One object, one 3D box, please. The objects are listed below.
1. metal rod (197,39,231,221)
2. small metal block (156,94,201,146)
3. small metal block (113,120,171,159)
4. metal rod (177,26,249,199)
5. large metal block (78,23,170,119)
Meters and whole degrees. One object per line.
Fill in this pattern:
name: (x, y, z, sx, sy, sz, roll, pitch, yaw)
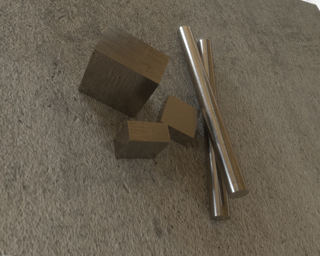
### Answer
metal rod: (0.075, -0.017, 0.456, 0.025, 0.025, 0.299, 14, 56, -21)
small metal block: (0.024, -0.011, 0.425, 0.050, 0.025, 0.050, 27, 52, -12)
small metal block: (-0.022, 0.016, 0.368, 0.050, 0.050, 0.025, 4, 60, -27)
metal rod: (0.066, -0.044, 0.444, 0.025, 0.025, 0.299, 7, 51, -25)
large metal block: (-0.046, -0.067, 0.386, 0.080, 0.080, 0.050, 27, 52, -12)
